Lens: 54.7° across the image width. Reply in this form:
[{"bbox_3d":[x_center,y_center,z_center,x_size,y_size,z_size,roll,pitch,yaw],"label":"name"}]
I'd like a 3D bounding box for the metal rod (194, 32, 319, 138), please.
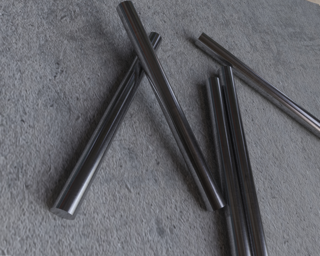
[{"bbox_3d":[0.188,-0.068,0.546,0.301,0.025,0.025,36,51,-5],"label":"metal rod"}]

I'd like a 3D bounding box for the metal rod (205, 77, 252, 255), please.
[{"bbox_3d":[0.090,0.056,0.417,0.025,0.025,0.299,11,57,-23],"label":"metal rod"}]

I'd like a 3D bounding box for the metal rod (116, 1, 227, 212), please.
[{"bbox_3d":[0.010,-0.036,0.407,0.025,0.025,0.299,-17,78,-35],"label":"metal rod"}]

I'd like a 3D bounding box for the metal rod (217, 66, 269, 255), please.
[{"bbox_3d":[0.114,0.033,0.444,0.025,0.025,0.299,12,57,-22],"label":"metal rod"}]

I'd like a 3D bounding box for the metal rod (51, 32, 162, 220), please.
[{"bbox_3d":[-0.052,-0.028,0.392,0.025,0.025,0.300,29,52,-10],"label":"metal rod"}]
